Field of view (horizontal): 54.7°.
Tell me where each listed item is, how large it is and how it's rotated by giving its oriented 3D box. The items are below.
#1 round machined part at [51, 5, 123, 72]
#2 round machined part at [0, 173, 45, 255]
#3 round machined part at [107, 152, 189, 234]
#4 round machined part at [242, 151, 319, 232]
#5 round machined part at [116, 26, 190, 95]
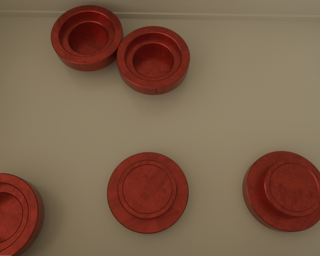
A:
[{"bbox_3d":[-0.100,-0.123,0.444,0.099,0.042,0.098,0,70,0],"label":"round machined part"},{"bbox_3d":[-0.184,0.105,0.360,0.099,0.042,0.098,0,70,-1],"label":"round machined part"},{"bbox_3d":[-0.015,0.076,0.373,0.099,0.042,0.098,0,70,-1],"label":"round machined part"},{"bbox_3d":[0.154,0.074,0.375,0.099,0.042,0.098,0,70,-1],"label":"round machined part"},{"bbox_3d":[-0.009,-0.089,0.433,0.099,0.042,0.098,0,70,-1],"label":"round machined part"}]
